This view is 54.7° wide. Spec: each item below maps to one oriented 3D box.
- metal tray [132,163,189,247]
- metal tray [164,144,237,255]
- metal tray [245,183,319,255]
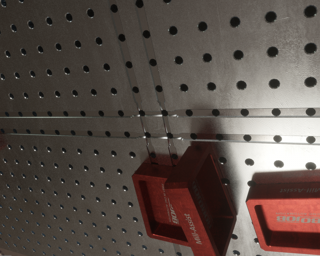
[{"bbox_3d":[0.015,0.119,0.471,0.090,0.030,0.129,3,120,26],"label":"metal tray"},{"bbox_3d":[0.057,0.097,0.398,0.030,0.090,0.129,-10,114,32],"label":"metal tray"},{"bbox_3d":[0.182,0.112,0.381,0.130,0.030,0.090,-9,114,31],"label":"metal tray"}]
